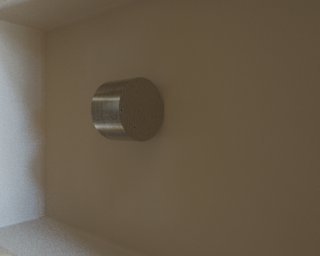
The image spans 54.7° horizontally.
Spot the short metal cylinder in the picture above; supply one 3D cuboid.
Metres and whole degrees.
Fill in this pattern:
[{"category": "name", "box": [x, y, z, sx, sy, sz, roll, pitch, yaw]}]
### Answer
[{"category": "short metal cylinder", "box": [-0.040, -0.023, 0.399, 0.050, 0.081, 0.079, 0, 90, 40]}]
